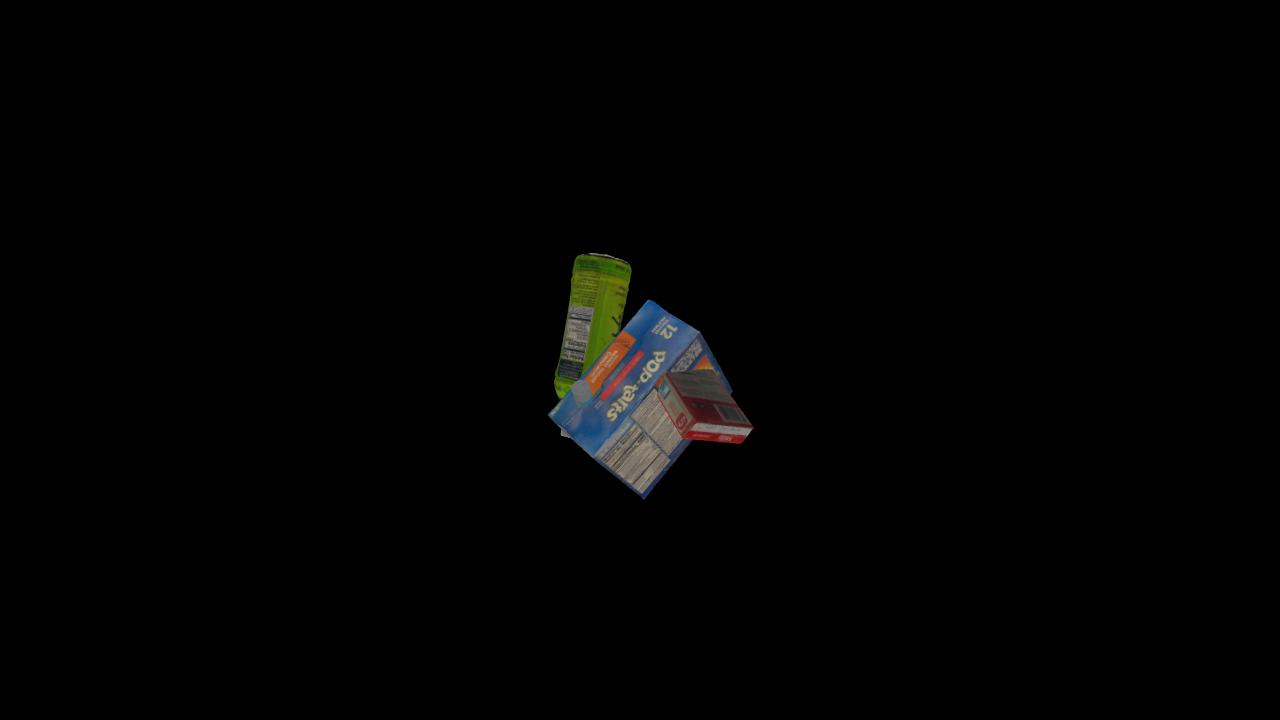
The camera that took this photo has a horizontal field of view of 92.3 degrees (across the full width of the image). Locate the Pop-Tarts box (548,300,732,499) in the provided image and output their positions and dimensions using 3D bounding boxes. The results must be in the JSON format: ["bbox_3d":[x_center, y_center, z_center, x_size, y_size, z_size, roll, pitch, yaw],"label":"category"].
[{"bbox_3d":[0.006,0.047,0.681,0.083,0.167,0.141,34,-11,35],"label":"Pop-Tarts box"}]

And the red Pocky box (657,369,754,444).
[{"bbox_3d":[0.048,0.023,0.643,0.083,0.028,0.155,10,34,-36],"label":"red Pocky box"}]

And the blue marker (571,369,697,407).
[{"bbox_3d":[-0.054,0.062,0.657,0.020,0.020,0.121,0,-35,6],"label":"blue marker"}]

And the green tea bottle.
[{"bbox_3d":[-0.061,-0.014,0.717,0.073,0.212,0.073,12,-2,0],"label":"green tea bottle"}]
